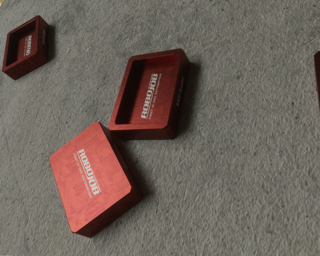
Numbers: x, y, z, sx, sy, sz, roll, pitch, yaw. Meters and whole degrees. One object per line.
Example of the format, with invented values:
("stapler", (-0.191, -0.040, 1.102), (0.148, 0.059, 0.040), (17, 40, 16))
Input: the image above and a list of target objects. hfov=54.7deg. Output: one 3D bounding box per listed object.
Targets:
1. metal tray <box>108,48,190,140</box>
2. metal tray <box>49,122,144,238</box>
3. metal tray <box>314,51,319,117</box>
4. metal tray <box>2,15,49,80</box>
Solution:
("metal tray", (-0.013, -0.047, 0.436), (0.090, 0.030, 0.130), (-2, 61, 27))
("metal tray", (-0.088, 0.063, 0.408), (0.090, 0.030, 0.130), (-37, 51, 3))
("metal tray", (0.229, -0.044, 0.307), (0.130, 0.030, 0.090), (-5, 59, 25))
("metal tray", (-0.281, -0.171, 0.653), (0.090, 0.030, 0.130), (-24, 53, 13))
